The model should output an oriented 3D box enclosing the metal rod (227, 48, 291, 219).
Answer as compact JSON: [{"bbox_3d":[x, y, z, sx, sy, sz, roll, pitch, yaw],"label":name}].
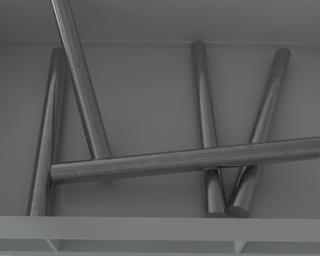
[{"bbox_3d":[0.143,-0.015,0.419,0.025,0.025,0.301,19,52,14],"label":"metal rod"}]

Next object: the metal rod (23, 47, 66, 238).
[{"bbox_3d":[-0.144,-0.007,0.409,0.025,0.025,0.300,-5,50,-5],"label":"metal rod"}]

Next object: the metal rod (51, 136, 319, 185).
[{"bbox_3d":[0.034,0.036,0.343,0.302,0.025,0.025,-6,50,0],"label":"metal rod"}]

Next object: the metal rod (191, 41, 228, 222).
[{"bbox_3d":[0.061,-0.021,0.423,0.025,0.025,0.300,1,50,0],"label":"metal rod"}]

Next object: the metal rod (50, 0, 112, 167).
[{"bbox_3d":[-0.110,-0.091,0.403,0.025,0.025,0.299,-15,76,-12],"label":"metal rod"}]
